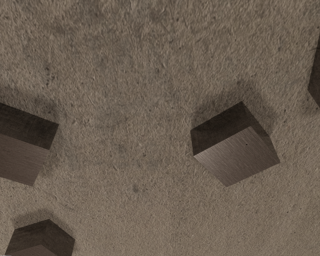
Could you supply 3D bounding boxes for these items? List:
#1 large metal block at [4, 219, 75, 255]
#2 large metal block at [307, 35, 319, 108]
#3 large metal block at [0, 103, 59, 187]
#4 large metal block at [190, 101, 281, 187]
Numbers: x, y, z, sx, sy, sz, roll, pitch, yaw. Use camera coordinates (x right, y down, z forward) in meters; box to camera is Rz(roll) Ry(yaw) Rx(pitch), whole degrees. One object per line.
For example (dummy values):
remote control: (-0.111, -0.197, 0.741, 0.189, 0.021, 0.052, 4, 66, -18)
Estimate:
large metal block: (-0.220, 0.221, 0.576, 0.080, 0.050, 0.080, -20, 128, 16)
large metal block: (0.219, -0.065, 0.339, 0.080, 0.050, 0.080, -6, 130, 4)
large metal block: (-0.190, 0.023, 0.408, 0.080, 0.050, 0.080, 23, 126, -19)
large metal block: (0.099, 0.024, 0.413, 0.080, 0.050, 0.080, -31, 124, 23)
